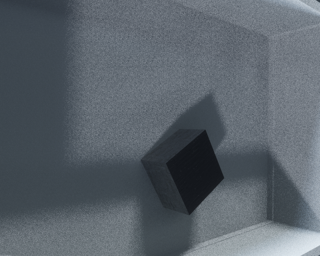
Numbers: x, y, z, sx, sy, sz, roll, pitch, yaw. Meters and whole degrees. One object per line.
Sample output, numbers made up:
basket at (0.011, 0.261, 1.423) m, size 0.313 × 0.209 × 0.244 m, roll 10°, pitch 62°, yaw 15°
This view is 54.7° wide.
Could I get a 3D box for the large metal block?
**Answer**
large metal block at (0.033, 0.056, 0.420) m, size 0.080 × 0.050 × 0.080 m, roll -37°, pitch 113°, yaw -34°
